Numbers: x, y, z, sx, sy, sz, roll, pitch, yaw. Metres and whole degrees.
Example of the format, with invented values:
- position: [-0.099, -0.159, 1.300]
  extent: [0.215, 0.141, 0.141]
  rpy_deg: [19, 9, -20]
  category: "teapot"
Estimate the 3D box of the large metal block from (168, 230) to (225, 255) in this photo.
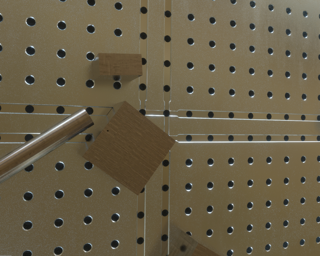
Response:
- position: [0.051, 0.201, 0.420]
  extent: [0.080, 0.050, 0.080]
  rpy_deg: [35, 78, -17]
  category: "large metal block"

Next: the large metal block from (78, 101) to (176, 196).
- position: [-0.042, 0.024, 0.385]
  extent: [0.080, 0.050, 0.080]
  rpy_deg: [39, 77, -16]
  category: "large metal block"

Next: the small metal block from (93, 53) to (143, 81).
- position: [-0.053, -0.074, 0.380]
  extent: [0.050, 0.050, 0.025]
  rpy_deg: [-4, 92, -20]
  category: "small metal block"

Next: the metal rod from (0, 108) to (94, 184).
- position: [-0.207, 0.067, 0.336]
  extent: [0.302, 0.025, 0.025]
  rpy_deg: [-35, 102, -17]
  category: "metal rod"
